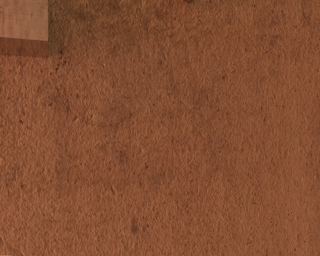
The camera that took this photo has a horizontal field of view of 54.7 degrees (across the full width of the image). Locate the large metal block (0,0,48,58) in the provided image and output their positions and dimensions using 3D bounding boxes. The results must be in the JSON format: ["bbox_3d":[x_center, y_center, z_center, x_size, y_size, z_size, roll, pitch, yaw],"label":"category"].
[{"bbox_3d":[-0.145,-0.123,0.326,0.050,0.080,0.079,0,90,-20],"label":"large metal block"}]

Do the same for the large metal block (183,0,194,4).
[{"bbox_3d":[0.029,-0.227,0.406,0.080,0.050,0.080,23,82,-19],"label":"large metal block"}]
